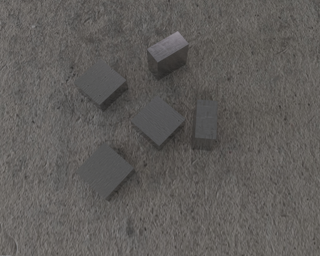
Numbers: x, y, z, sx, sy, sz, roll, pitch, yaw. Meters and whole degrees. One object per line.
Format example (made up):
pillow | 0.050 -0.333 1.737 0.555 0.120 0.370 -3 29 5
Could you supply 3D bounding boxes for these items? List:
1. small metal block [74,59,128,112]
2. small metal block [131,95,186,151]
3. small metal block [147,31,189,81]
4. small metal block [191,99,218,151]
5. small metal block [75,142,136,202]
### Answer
small metal block | -0.081 -0.059 0.429 0.050 0.025 0.050 40 75 13
small metal block | -0.002 -0.006 0.410 0.050 0.025 0.050 41 75 13
small metal block | 0.011 -0.099 0.431 0.050 0.050 0.025 -33 74 -11
small metal block | 0.056 -0.003 0.396 0.025 0.050 0.050 5 70 2
small metal block | -0.067 0.055 0.387 0.050 0.025 0.050 40 75 13
